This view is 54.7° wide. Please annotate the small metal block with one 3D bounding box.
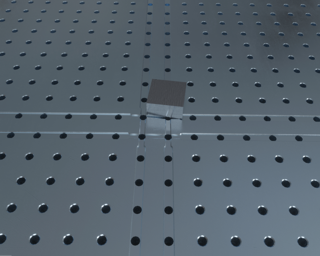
[{"bbox_3d":[0.010,-0.042,0.443,0.050,0.025,0.050,7,50,5],"label":"small metal block"}]
